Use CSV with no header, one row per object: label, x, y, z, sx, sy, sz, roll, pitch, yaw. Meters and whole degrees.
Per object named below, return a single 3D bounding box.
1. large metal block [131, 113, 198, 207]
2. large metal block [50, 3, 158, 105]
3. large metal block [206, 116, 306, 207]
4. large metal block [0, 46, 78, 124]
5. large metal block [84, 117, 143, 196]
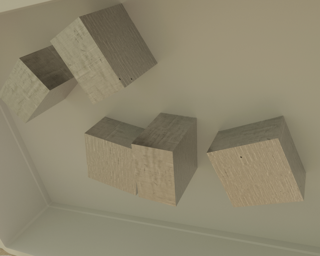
large metal block,0.010,0.037,0.389,0.050,0.080,0.079,9,122,23
large metal block,-0.059,-0.085,0.350,0.050,0.080,0.080,-22,107,36
large metal block,0.113,0.041,0.358,0.080,0.050,0.080,-16,110,34
large metal block,-0.153,-0.062,0.413,0.050,0.080,0.080,48,129,-6
large metal block,-0.057,0.039,0.445,0.080,0.050,0.079,17,125,18
